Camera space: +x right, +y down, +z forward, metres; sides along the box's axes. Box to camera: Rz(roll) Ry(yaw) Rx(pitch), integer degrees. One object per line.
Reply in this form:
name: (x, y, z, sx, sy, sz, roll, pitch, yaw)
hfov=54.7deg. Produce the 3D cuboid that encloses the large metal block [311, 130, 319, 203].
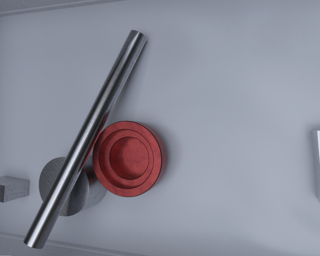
large metal block: (0.209, 0.040, 0.324, 0.080, 0.050, 0.080, -4, 89, 19)

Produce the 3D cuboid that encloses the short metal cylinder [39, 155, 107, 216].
short metal cylinder: (-0.121, 0.079, 0.439, 0.080, 0.050, 0.079, 0, 90, 19)

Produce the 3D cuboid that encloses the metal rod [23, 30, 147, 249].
metal rod: (-0.092, 0.008, 0.400, 0.025, 0.025, 0.299, 23, 82, 18)

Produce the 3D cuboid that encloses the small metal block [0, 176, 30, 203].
small metal block: (-0.241, 0.094, 0.480, 0.050, 0.050, 0.025, 6, 92, 19)

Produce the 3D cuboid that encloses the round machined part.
round machined part: (-0.037, 0.039, 0.413, 0.098, 0.042, 0.097, 0, 90, 19)
